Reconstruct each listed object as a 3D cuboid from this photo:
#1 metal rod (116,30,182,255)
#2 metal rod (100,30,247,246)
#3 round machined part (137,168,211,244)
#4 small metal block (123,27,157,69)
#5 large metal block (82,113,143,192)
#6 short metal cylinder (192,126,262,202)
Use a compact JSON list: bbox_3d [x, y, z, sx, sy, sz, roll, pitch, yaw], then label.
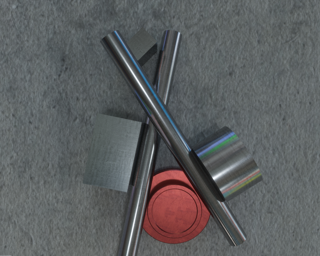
[{"bbox_3d":[-0.013,0.020,0.396,0.025,0.025,0.298,12,84,-1],"label":"metal rod"},{"bbox_3d":[0.022,0.020,0.377,0.025,0.025,0.299,-33,99,0],"label":"metal rod"},{"bbox_3d":[0.018,0.103,0.404,0.099,0.042,0.097,0,90,-1],"label":"round machined part"},{"bbox_3d":[-0.030,-0.096,0.398,0.050,0.050,0.025,-45,91,0],"label":"small metal block"},{"bbox_3d":[-0.053,0.027,0.383,0.050,0.080,0.080,12,90,0],"label":"large metal block"},{"bbox_3d":[0.081,0.045,0.385,0.050,0.080,0.080,-32,90,0],"label":"short metal cylinder"}]
